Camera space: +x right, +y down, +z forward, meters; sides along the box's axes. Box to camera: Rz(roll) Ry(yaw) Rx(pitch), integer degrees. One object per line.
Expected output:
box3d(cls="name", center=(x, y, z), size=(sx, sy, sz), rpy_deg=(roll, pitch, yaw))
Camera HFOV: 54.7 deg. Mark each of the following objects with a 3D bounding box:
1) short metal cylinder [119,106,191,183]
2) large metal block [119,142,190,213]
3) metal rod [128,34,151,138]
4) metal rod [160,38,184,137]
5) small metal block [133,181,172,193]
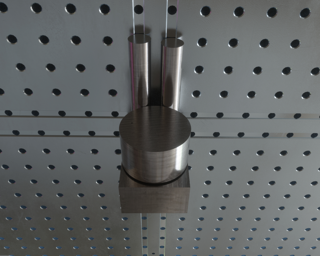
box3d(cls="short metal cylinder", center=(-0.006, 0.018, 0.363), size=(0.081, 0.080, 0.050), rpy_deg=(1, 130, -1))
box3d(cls="large metal block", center=(-0.007, 0.060, 0.394), size=(0.081, 0.080, 0.050), rpy_deg=(0, 130, -1))
box3d(cls="metal rod", center=(-0.025, 0.018, 0.428), size=(0.025, 0.025, 0.298), rpy_deg=(0, 130, -1))
box3d(cls="metal rod", center=(0.011, 0.021, 0.431), size=(0.025, 0.025, 0.298), rpy_deg=(0, 130, -1))
box3d(cls="small metal block", center=(-0.008, 0.077, 0.431), size=(0.050, 0.050, 0.025), rpy_deg=(-32, 141, -34))
